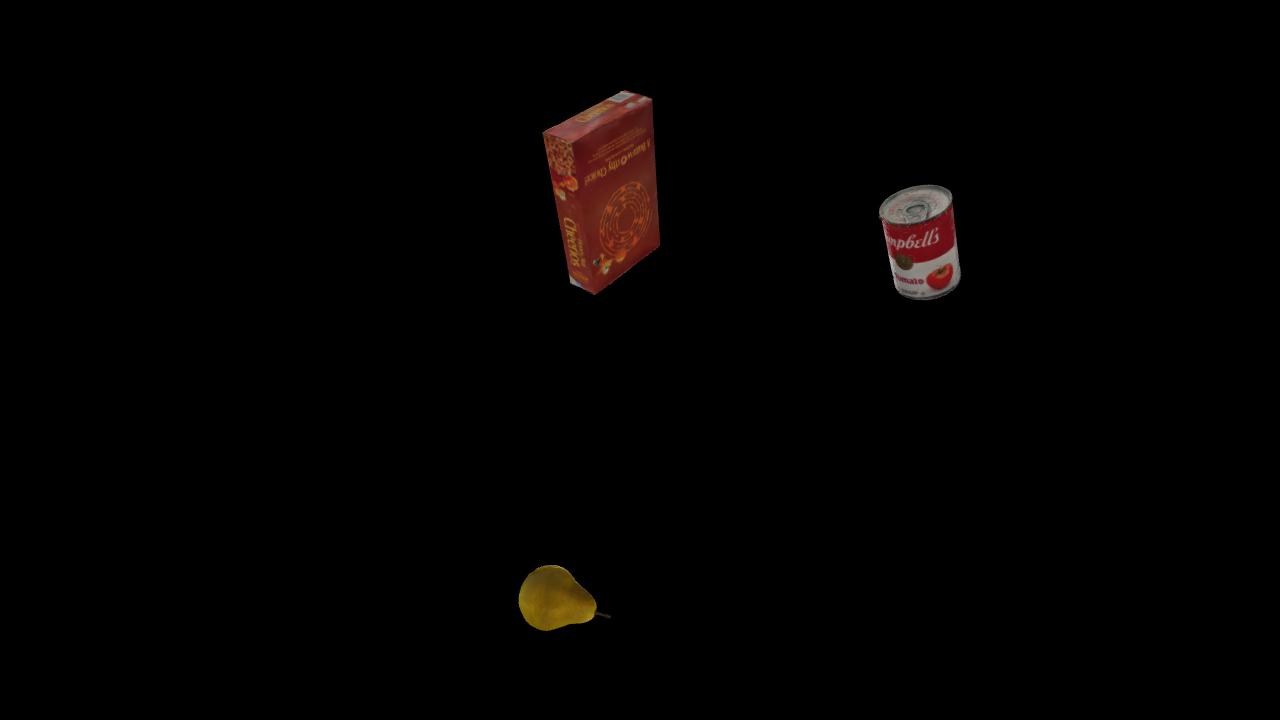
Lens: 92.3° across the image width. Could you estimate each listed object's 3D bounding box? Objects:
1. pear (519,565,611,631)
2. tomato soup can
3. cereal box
[{"bbox_3d":[-0.092,0.297,0.754,0.111,0.080,0.080,3,1,24],"label":"pear"},{"bbox_3d":[0.293,-0.120,0.640,0.068,0.068,0.101,0,-44,34],"label":"tomato soup can"},{"bbox_3d":[-0.057,-0.296,1.114,0.081,0.306,0.203,29,54,29],"label":"cereal box"}]
